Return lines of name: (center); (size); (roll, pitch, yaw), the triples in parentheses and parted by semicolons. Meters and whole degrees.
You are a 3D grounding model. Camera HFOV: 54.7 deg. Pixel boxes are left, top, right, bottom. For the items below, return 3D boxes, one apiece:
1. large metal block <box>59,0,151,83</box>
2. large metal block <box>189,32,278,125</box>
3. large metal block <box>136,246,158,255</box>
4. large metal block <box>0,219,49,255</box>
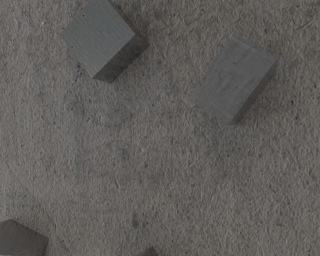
large metal block: (-0.075, -0.120, 0.422); (0.080, 0.050, 0.080); (-42, 77, 15)
large metal block: (0.085, -0.050, 0.349); (0.050, 0.080, 0.080); (38, 102, 16)
large metal block: (-0.042, 0.205, 0.394); (0.080, 0.080, 0.050); (-37, 78, 16)
large metal block: (-0.230, 0.185, 0.461); (0.080, 0.080, 0.050); (17, 96, 19)
